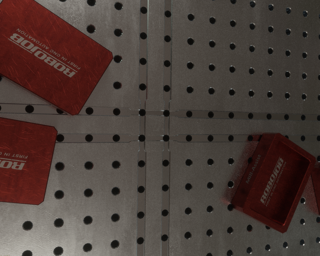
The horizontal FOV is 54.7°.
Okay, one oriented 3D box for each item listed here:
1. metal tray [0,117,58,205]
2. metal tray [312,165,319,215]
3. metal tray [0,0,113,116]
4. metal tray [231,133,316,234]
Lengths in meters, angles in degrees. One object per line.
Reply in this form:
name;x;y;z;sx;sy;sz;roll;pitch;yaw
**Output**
metal tray;-0.189;0.031;0.340;0.131;0.030;0.089;11;86;-20
metal tray;0.327;0.094;0.533;0.131;0.030;0.089;-16;96;-20
metal tray;-0.133;-0.083;0.361;0.130;0.030;0.090;32;79;-18
metal tray;0.177;0.083;0.477;0.090;0.030;0.130;31;80;-18
